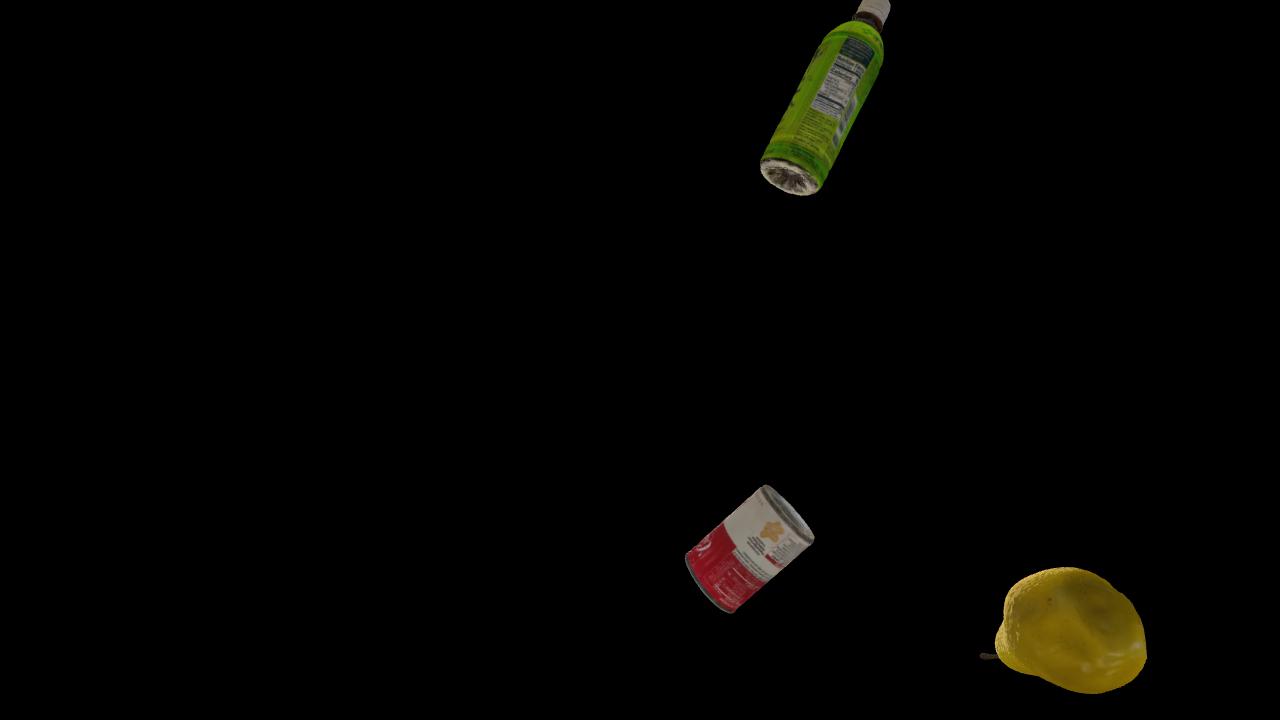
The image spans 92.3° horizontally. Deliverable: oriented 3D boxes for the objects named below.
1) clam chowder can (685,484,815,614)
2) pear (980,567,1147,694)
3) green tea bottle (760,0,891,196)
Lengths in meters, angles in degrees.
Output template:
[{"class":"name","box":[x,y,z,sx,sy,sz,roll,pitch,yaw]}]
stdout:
[{"class":"clam chowder can","box":[0.101,0.172,0.566,0.102,0.068,0.068,-44,-9,9]},{"class":"pear","box":[0.275,0.188,0.413,0.080,0.080,0.111,0,-40,-3]},{"class":"green tea bottle","box":[0.199,-0.276,0.633,0.073,0.212,0.073,29,-3,2]}]
